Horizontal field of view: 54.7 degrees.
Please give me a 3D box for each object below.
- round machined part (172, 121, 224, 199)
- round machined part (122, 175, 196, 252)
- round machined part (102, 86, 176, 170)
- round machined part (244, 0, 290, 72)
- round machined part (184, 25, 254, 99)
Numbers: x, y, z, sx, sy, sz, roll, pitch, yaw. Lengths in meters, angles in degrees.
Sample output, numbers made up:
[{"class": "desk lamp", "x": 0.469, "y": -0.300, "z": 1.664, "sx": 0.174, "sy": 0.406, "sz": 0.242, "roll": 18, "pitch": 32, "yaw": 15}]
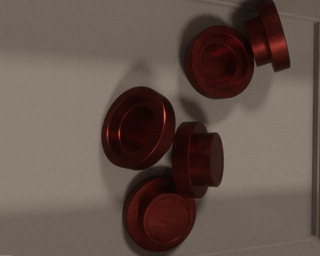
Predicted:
[{"class": "round machined part", "x": 0.053, "y": 0.040, "z": 0.393, "sx": 0.098, "sy": 0.042, "sz": 0.097, "roll": -3, "pitch": 90, "yaw": -66}, {"class": "round machined part", "x": 0.004, "y": 0.114, "z": 0.404, "sx": 0.099, "sy": 0.042, "sz": 0.097, "roll": 0, "pitch": 90, "yaw": -21}, {"class": "round machined part", "x": -0.021, "y": 0.003, "z": 0.372, "sx": 0.042, "sy": 0.098, "sz": 0.098, "roll": 24, "pitch": 81, "yaw": -49}, {"class": "round machined part", "x": 0.149, "y": -0.126, "z": 0.439, "sx": 0.042, "sy": 0.098, "sz": 0.097, "roll": -16, "pitch": 97, "yaw": 20}, {"class": "round machined part", "x": 0.078, "y": -0.088, "z": 0.432, "sx": 0.099, "sy": 0.042, "sz": 0.097, "roll": 0, "pitch": 90, "yaw": -21}]
